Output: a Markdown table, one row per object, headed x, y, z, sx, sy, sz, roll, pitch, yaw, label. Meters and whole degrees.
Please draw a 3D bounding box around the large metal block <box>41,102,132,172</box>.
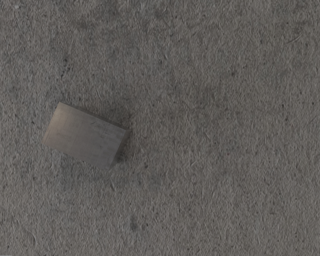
| x | y | z | sx | sy | sz | roll | pitch | yaw | label |
| --- | --- | --- | --- | --- | --- | --- | --- | --- | --- |
| -0.084 | 0.009 | 0.382 | 0.080 | 0.080 | 0.050 | 23 | 90 | 0 | large metal block |
